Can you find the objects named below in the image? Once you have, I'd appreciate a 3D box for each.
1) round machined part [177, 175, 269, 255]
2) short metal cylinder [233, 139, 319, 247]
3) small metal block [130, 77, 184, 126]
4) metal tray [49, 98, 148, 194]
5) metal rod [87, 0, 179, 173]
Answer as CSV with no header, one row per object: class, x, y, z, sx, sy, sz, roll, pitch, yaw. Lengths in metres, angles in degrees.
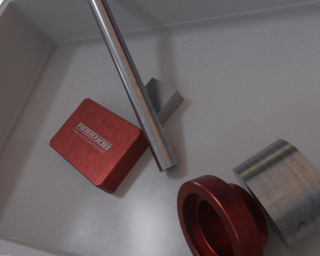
round machined part,0.059,0.090,0.285,0.042,0.097,0.098,-16,47,-25
short metal cylinder,0.109,0.057,0.277,0.050,0.080,0.080,-34,52,2
small metal block,-0.004,-0.036,0.429,0.050,0.025,0.050,32,79,37
metal tray,-0.087,0.020,0.434,0.130,0.030,0.090,29,78,37
metal rod,-0.047,-0.084,0.408,0.025,0.025,0.299,-27,75,11
